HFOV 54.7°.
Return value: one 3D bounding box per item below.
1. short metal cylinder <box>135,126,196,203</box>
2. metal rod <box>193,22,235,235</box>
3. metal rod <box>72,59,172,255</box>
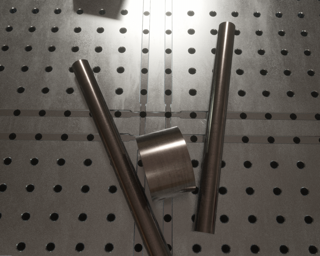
[{"bbox_3d":[0.005,0.042,0.367,0.050,0.080,0.080,-15,71,-6],"label":"short metal cylinder"},{"bbox_3d":[0.077,-0.014,0.417,0.025,0.025,0.299,9,70,3],"label":"metal rod"},{"bbox_3d":[-0.052,0.038,0.397,0.025,0.025,0.299,-23,72,-8],"label":"metal rod"}]
